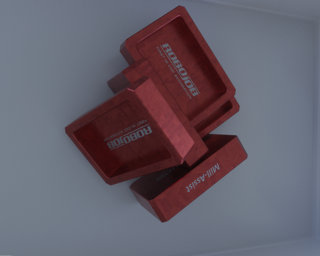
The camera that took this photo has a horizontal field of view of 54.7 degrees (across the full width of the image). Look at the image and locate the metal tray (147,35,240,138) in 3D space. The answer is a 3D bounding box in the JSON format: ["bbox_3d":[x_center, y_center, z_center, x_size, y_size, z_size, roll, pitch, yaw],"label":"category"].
[{"bbox_3d":[0.040,-0.055,0.423,0.090,0.030,0.130,-36,101,-15],"label":"metal tray"}]

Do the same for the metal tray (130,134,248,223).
[{"bbox_3d":[0.033,0.055,0.388,0.131,0.090,0.030,-34,102,-17],"label":"metal tray"}]

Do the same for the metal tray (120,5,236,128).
[{"bbox_3d":[0.024,-0.071,0.384,0.090,0.030,0.130,-38,102,-16],"label":"metal tray"}]

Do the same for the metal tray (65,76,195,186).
[{"bbox_3d":[-0.038,0.010,0.341,0.090,0.130,0.030,55,43,-12],"label":"metal tray"}]

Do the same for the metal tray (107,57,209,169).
[{"bbox_3d":[-0.006,-0.015,0.372,0.030,0.090,0.130,-39,103,-16],"label":"metal tray"}]
